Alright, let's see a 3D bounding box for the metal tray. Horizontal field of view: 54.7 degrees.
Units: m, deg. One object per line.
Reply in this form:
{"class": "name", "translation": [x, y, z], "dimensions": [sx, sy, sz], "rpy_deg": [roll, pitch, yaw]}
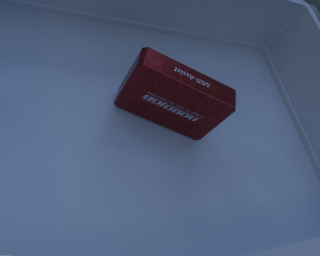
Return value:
{"class": "metal tray", "translation": [0.018, -0.038, 0.394], "dimensions": [0.131, 0.090, 0.030], "rpy_deg": [23, 53, -16]}
